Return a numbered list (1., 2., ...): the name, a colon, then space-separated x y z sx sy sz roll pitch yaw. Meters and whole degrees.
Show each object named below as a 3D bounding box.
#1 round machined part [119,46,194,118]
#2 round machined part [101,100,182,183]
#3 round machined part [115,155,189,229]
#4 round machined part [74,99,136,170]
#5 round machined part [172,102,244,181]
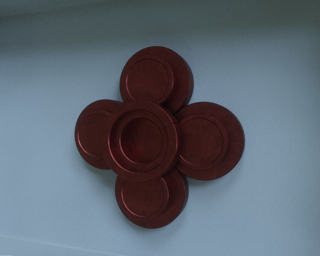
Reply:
1. round machined part: -0.009 -0.058 0.401 0.098 0.042 0.097 0 90 20
2. round machined part: -0.019 0.015 0.384 0.098 0.042 0.097 0 90 20
3. round machined part: -0.015 0.083 0.405 0.098 0.042 0.097 -1 88 18
4. round machined part: -0.077 0.009 0.426 0.098 0.042 0.097 0 90 20
5. round machined part: 0.052 0.016 0.381 0.098 0.042 0.097 0 90 20
